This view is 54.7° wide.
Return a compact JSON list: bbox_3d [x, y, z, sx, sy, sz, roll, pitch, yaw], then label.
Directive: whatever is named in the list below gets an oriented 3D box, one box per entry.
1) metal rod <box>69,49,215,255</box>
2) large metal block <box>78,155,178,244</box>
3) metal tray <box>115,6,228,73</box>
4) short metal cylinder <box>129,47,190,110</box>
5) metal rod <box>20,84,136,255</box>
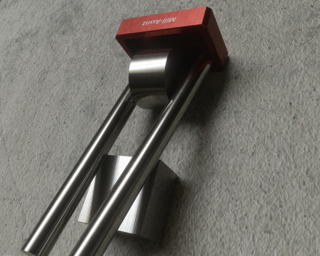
[{"bbox_3d":[-0.002,0.011,0.339,0.025,0.025,0.301,9,51,32],"label":"metal rod"},{"bbox_3d":[-0.034,0.079,0.355,0.080,0.050,0.080,2,63,28],"label":"large metal block"},{"bbox_3d":[0.017,-0.112,0.422,0.130,0.090,0.030,2,63,29],"label":"metal tray"},{"bbox_3d":[0.002,-0.064,0.408,0.050,0.080,0.080,2,63,28],"label":"short metal cylinder"},{"bbox_3d":[-0.064,0.009,0.373,0.025,0.025,0.301,2,47,29],"label":"metal rod"}]
